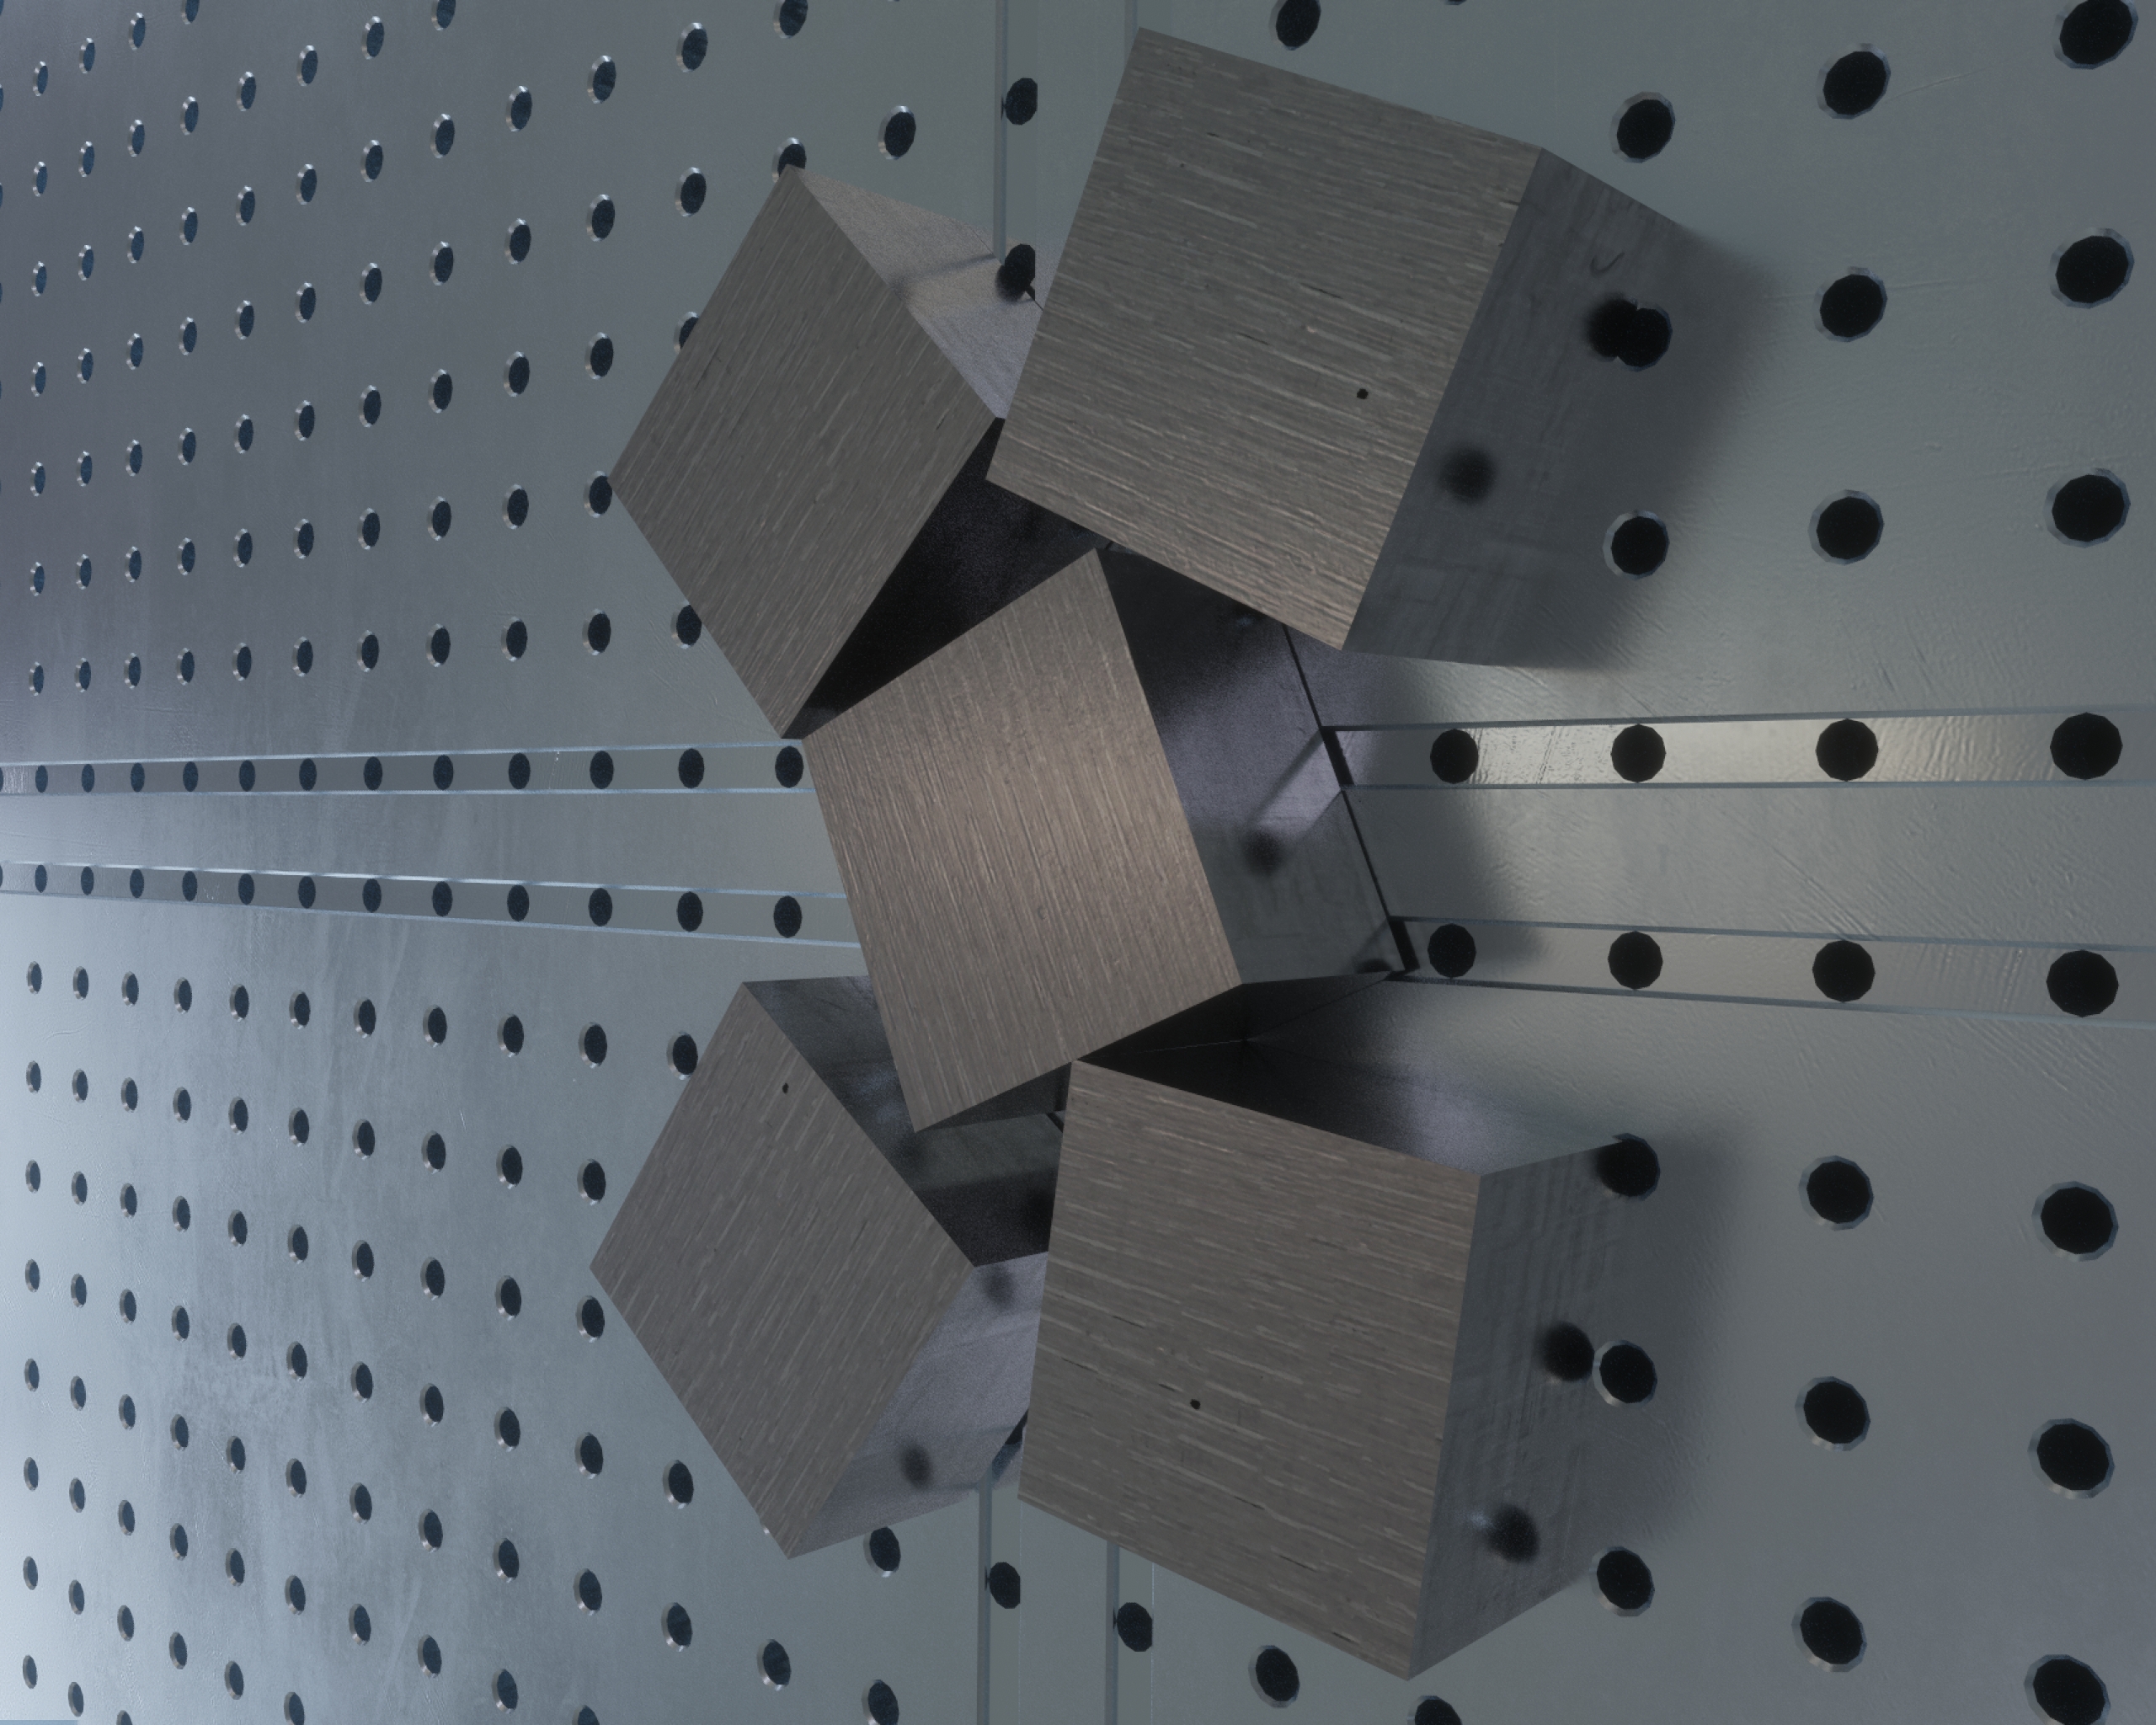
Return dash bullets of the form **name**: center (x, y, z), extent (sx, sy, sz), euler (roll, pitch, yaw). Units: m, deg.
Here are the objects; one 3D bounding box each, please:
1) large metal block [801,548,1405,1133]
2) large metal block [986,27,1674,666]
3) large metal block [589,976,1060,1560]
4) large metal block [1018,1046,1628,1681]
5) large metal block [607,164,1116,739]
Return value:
- **large metal block**: center (0.003, -0.002, 0.391), extent (0.080, 0.050, 0.080), euler (-28, 72, 36)
- **large metal block**: center (0.041, -0.087, 0.358), extent (0.080, 0.050, 0.080), euler (31, 110, 33)
- **large metal block**: center (-0.045, 0.080, 0.430), extent (0.080, 0.050, 0.080), euler (45, 117, 31)
- **large metal block**: center (0.041, 0.080, 0.360), extent (0.080, 0.050, 0.080), euler (12, 97, 39)
- **large metal block**: center (-0.041, -0.081, 0.428), extent (0.080, 0.050, 0.080), euler (-52, 59, 28)
